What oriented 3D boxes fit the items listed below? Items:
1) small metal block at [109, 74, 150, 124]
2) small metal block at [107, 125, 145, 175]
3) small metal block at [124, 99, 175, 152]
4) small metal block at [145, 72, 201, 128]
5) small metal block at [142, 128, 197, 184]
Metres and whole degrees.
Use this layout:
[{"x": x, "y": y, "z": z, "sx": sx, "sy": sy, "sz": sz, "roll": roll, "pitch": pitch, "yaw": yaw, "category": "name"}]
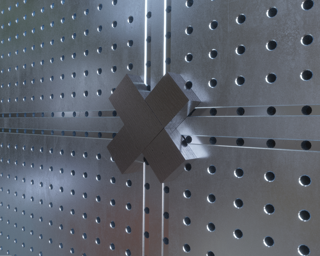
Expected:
[{"x": -0.040, "y": -0.040, "z": 0.440, "sx": 0.050, "sy": 0.025, "sz": 0.050, "roll": -48, "pitch": 62, "yaw": 29, "category": "small metal block"}, {"x": -0.043, "y": 0.030, "z": 0.443, "sx": 0.050, "sy": 0.025, "sz": 0.050, "roll": -48, "pitch": 62, "yaw": 29, "category": "small metal block"}, {"x": -0.015, "y": -0.003, "z": 0.418, "sx": 0.050, "sy": 0.025, "sz": 0.050, "roll": -48, "pitch": 62, "yaw": 29, "category": "small metal block"}, {"x": 0.015, "y": -0.035, "z": 0.394, "sx": 0.050, "sy": 0.025, "sz": 0.050, "roll": -48, "pitch": 62, "yaw": 29, "category": "small metal block"}, {"x": 0.011, "y": 0.035, "z": 0.398, "sx": 0.050, "sy": 0.025, "sz": 0.050, "roll": -48, "pitch": 62, "yaw": 29, "category": "small metal block"}]
